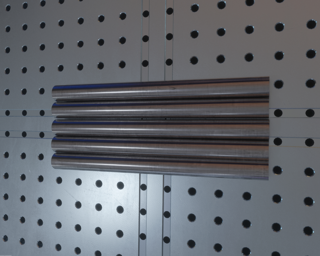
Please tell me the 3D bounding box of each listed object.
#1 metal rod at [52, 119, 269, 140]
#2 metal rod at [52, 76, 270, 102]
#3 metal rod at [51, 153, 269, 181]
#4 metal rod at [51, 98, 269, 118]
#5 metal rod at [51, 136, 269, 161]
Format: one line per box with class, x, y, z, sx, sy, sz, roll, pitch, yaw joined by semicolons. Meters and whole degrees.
metal rod;-0.013;0.001;0.416;0.301;0.025;0.025;1;90;19
metal rod;-0.012;-0.050;0.416;0.301;0.025;0.025;1;90;19
metal rod;-0.013;0.050;0.416;0.301;0.025;0.025;0;90;19
metal rod;-0.013;-0.025;0.416;0.301;0.025;0.025;1;90;19
metal rod;-0.013;0.026;0.416;0.301;0.025;0.025;1;90;19
